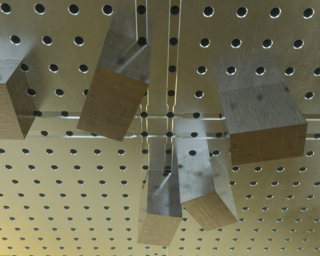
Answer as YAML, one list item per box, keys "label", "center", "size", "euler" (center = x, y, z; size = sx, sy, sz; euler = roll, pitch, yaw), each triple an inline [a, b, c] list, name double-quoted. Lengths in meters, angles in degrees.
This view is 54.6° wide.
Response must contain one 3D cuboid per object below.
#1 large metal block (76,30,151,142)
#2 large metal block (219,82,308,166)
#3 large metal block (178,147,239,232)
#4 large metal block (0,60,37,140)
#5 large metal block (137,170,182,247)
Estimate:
- label: "large metal block"
  center: [-0.049, -0.046, 0.336]
  size: [0.050, 0.080, 0.080]
  euler: [18, 128, -15]
- label: "large metal block"
  center: [0.118, -0.006, 0.371]
  size: [0.080, 0.080, 0.050]
  euler: [-9, 130, 7]
- label: "large metal block"
  center: [0.069, 0.090, 0.452]
  size: [0.050, 0.080, 0.080]
  euler: [-24, 126, 19]
- label: "large metal block"
  center: [-0.202, -0.033, 0.365]
  size: [0.080, 0.050, 0.080]
  euler: [1, 130, -2]
- label: "large metal block"
  center: [-0.002, 0.124, 0.481]
  size: [0.050, 0.080, 0.079]
  euler: [9, 130, -8]
